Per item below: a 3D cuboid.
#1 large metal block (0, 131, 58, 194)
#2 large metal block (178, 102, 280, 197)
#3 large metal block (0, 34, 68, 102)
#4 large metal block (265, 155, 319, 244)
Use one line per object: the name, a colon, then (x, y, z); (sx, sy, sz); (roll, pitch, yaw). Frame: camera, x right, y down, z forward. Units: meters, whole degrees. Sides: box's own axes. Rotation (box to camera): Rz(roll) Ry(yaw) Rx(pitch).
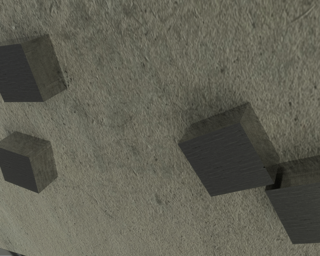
large metal block: (-0.238, 0.060, 0.553); (0.080, 0.050, 0.079); (14, 124, 20)
large metal block: (0.082, 0.027, 0.364); (0.080, 0.050, 0.080); (-22, 107, 36)
large metal block: (-0.191, -0.083, 0.440); (0.080, 0.050, 0.080); (2, 120, 27)
large metal block: (0.176, 0.079, 0.347); (0.080, 0.050, 0.080); (-20, 108, 35)
